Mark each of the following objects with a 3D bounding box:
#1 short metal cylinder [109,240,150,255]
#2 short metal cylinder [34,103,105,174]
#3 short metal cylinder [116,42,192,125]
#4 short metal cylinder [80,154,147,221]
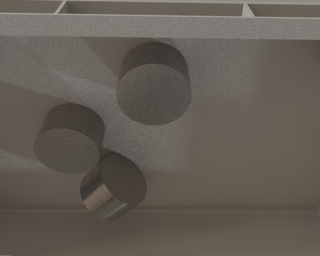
[{"bbox_3d":[-0.059,0.269,0.604,0.081,0.080,0.050,3,130,-3],"label":"short metal cylinder"},{"bbox_3d":[-0.116,0.015,0.404,0.081,0.050,0.079,0,130,0],"label":"short metal cylinder"},{"bbox_3d":[-0.006,-0.049,0.350,0.081,0.050,0.079,0,130,0],"label":"short metal cylinder"},{"bbox_3d":[-0.066,0.085,0.444,0.080,0.080,0.050,34,122,-26],"label":"short metal cylinder"}]
